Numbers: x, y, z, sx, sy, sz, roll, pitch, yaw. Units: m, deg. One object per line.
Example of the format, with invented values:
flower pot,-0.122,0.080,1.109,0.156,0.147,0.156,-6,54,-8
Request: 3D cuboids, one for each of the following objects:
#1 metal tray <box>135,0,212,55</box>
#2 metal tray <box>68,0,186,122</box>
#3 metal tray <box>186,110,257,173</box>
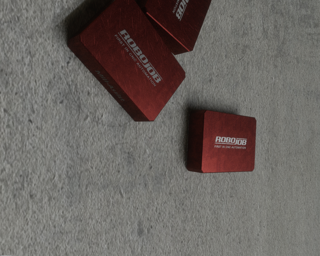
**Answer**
metal tray,0.025,-0.178,0.421,0.090,0.030,0.130,33,70,-35
metal tray,-0.033,-0.081,0.373,0.130,0.030,0.090,50,61,-29
metal tray,0.100,0.023,0.485,0.131,0.030,0.089,5,87,-40
